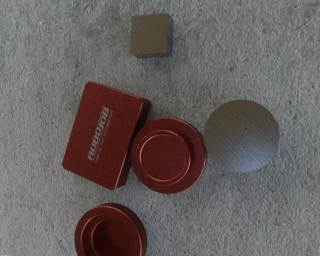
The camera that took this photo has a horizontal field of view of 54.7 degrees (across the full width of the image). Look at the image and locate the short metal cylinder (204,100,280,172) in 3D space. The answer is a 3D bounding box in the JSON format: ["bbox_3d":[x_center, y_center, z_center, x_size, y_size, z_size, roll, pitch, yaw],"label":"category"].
[{"bbox_3d":[0.096,0.009,0.362,0.080,0.050,0.079,0,90,19],"label":"short metal cylinder"}]

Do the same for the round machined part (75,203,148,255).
[{"bbox_3d":[-0.062,0.150,0.421,0.098,0.042,0.097,0,90,19],"label":"round machined part"}]

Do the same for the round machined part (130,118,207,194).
[{"bbox_3d":[0.008,0.035,0.393,0.098,0.042,0.097,0,91,15],"label":"round machined part"}]

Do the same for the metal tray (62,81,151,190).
[{"bbox_3d":[-0.076,0.009,0.432,0.090,0.030,0.129,20,97,18],"label":"metal tray"}]

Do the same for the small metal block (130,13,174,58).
[{"bbox_3d":[-0.011,-0.122,0.412,0.050,0.025,0.050,3,91,19],"label":"small metal block"}]
